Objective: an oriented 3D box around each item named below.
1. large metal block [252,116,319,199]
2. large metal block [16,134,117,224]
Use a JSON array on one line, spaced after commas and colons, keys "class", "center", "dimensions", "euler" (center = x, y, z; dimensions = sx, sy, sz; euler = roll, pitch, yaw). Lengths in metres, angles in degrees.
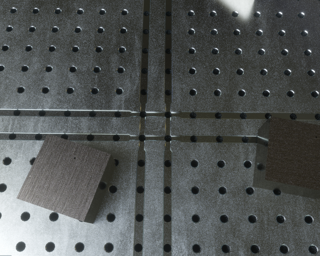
[{"class": "large metal block", "center": [0.167, 0.038, 0.387], "dimensions": [0.080, 0.050, 0.080], "euler": [11, 70, 3]}, {"class": "large metal block", "center": [-0.108, 0.062, 0.374], "dimensions": [0.080, 0.050, 0.080], "euler": [17, 71, 6]}]
